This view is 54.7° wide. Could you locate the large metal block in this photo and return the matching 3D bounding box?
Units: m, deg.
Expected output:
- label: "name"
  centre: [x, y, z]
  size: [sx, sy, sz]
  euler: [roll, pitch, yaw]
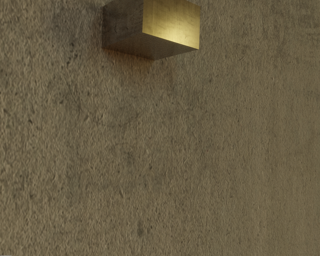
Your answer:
- label: "large metal block"
  centre: [-0.011, -0.117, 0.359]
  size: [0.081, 0.080, 0.050]
  euler: [3, 88, -40]
